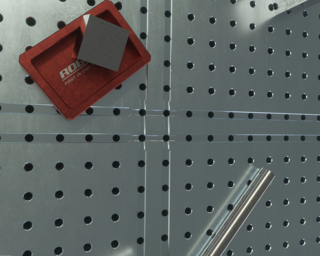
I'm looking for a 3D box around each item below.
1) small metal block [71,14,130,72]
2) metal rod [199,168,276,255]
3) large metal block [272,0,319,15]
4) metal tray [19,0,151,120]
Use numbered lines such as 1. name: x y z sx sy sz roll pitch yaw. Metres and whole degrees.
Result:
1. small metal block: -0.070 -0.098 0.363 0.050 0.025 0.050 14 96 -33
2. metal rod: 0.073 0.181 0.441 0.025 0.025 0.300 43 76 -15
3. large metal block: 0.228 -0.217 0.469 0.081 0.080 0.050 -20 97 -19
4. metal tray: -0.088 -0.082 0.377 0.130 0.030 0.090 -40 103 -16
